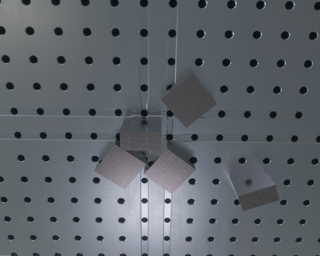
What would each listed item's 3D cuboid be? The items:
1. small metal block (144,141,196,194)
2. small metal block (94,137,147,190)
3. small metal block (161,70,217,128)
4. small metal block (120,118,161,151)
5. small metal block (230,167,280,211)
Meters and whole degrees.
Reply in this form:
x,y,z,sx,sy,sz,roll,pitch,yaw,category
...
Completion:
x,y,z,sx,sy,sz,roll,pitch,yaw,category
0.013,0.056,0.434,0.050,0.025,0.050,38,106,-13,small metal block
-0.054,0.049,0.431,0.050,0.025,0.050,35,106,-12,small metal block
0.036,-0.037,0.400,0.050,0.025,0.050,-39,106,13,small metal block
-0.024,0.008,0.403,0.050,0.050,0.025,1,110,-1,small metal block
0.130,0.084,0.432,0.050,0.050,0.025,-19,109,7,small metal block
